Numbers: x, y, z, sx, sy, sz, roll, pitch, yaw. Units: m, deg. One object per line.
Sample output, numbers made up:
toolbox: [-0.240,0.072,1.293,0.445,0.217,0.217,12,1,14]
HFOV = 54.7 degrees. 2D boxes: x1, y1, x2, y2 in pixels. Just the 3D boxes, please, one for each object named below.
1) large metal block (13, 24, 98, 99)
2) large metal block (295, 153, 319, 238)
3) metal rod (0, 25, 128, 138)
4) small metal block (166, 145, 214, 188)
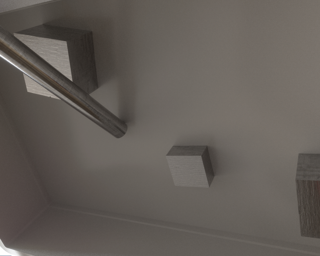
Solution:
large metal block: [-0.133,-0.086,0.407,0.080,0.050,0.079,14,124,20]
large metal block: [0.196,0.075,0.336,0.080,0.050,0.080,-2,118,29]
metal rod: [-0.133,-0.065,0.333,0.025,0.025,0.300,-8,149,31]
small metal block: [0.041,0.052,0.418,0.050,0.025,0.050,-3,117,29]
